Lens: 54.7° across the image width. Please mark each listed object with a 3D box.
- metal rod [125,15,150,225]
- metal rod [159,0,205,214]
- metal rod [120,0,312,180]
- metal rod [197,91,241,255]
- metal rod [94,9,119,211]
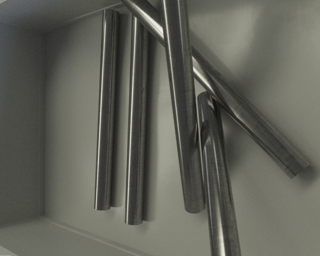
[{"bbox_3d":[-0.031,-0.017,0.430,0.025,0.025,0.298,4,92,39],"label":"metal rod"},{"bbox_3d":[0.023,-0.040,0.313,0.025,0.025,0.298,13,121,39],"label":"metal rod"},{"bbox_3d":[0.047,-0.066,0.350,0.300,0.025,0.025,51,120,22],"label":"metal rod"},{"bbox_3d":[0.055,0.086,0.274,0.025,0.025,0.300,-31,44,35],"label":"metal rod"},{"bbox_3d":[-0.081,-0.025,0.471,0.025,0.025,0.298,5,93,39],"label":"metal rod"}]
